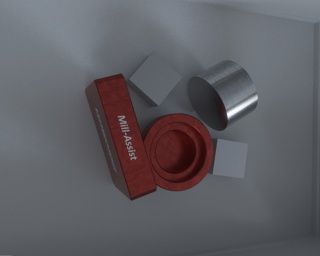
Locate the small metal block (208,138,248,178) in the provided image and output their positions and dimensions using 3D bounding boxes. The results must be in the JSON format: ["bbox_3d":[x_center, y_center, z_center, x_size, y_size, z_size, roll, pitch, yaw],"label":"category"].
[{"bbox_3d":[0.095,0.043,0.445,0.050,0.025,0.050,10,86,-19],"label":"small metal block"}]

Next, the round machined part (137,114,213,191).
[{"bbox_3d":[0.017,0.030,0.406,0.099,0.042,0.097,0,90,-21],"label":"round machined part"}]

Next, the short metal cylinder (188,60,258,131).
[{"bbox_3d":[0.081,-0.043,0.411,0.050,0.080,0.080,-31,101,-18],"label":"short metal cylinder"}]

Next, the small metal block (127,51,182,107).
[{"bbox_3d":[-0.009,-0.063,0.406,0.050,0.025,0.050,42,77,-14],"label":"small metal block"}]

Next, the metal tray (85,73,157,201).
[{"bbox_3d":[-0.048,0.009,0.357,0.030,0.090,0.129,-18,96,-19],"label":"metal tray"}]
